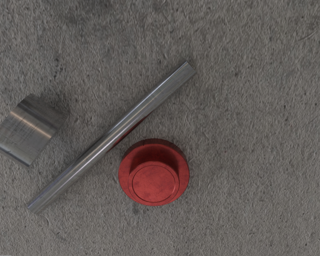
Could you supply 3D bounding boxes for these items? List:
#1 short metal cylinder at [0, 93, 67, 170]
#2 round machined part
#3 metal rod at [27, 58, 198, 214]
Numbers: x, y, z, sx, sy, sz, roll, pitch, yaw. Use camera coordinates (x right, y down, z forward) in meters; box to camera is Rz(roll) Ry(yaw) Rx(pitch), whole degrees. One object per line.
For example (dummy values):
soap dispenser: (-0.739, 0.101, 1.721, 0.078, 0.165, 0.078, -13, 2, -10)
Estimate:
short metal cylinder: (-0.159, 0.004, 0.380, 0.050, 0.080, 0.080, 37, 106, -13)
round machined part: (-0.008, 0.067, 0.425, 0.099, 0.042, 0.097, 0, 110, 0)
metal rod: (-0.072, 0.019, 0.415, 0.300, 0.025, 0.025, -41, 105, 13)
